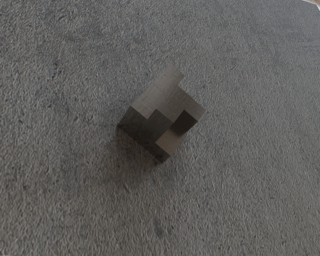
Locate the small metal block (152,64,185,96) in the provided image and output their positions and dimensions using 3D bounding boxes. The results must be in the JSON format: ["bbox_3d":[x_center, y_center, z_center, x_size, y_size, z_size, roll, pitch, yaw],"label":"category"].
[{"bbox_3d":[0.002,-0.052,0.423,0.025,0.050,0.050,40,51,-2],"label":"small metal block"}]

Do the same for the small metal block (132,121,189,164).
[{"bbox_3d":[0.001,0.009,0.402,0.050,0.025,0.050,40,51,-1],"label":"small metal block"}]

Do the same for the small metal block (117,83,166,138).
[{"bbox_3d":[-0.023,-0.021,0.391,0.025,0.050,0.050,40,51,-2],"label":"small metal block"}]

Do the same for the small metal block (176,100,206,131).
[{"bbox_3d":[0.025,-0.020,0.416,0.050,0.050,0.025,40,51,-2],"label":"small metal block"}]

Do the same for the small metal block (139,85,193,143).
[{"bbox_3d":[0.007,-0.017,0.372,0.025,0.050,0.050,40,51,-2],"label":"small metal block"}]
